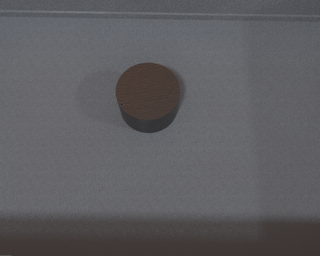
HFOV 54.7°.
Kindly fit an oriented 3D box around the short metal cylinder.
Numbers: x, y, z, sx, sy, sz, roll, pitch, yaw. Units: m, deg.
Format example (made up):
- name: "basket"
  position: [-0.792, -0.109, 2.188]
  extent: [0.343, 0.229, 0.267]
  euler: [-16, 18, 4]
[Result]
- name: "short metal cylinder"
  position: [-0.015, -0.039, 0.410]
  extent: [0.081, 0.050, 0.080]
  euler: [0, 70, 0]
